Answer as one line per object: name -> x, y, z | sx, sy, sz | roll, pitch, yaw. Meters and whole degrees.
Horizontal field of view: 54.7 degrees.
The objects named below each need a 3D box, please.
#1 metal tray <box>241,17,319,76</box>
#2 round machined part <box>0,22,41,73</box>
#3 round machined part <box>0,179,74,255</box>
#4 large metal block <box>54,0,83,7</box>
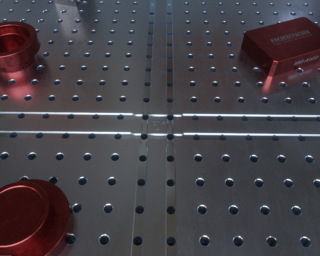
metal tray -> 0.218, -0.140, 0.524 | 0.131, 0.030, 0.090 | -18, 52, -15
round machined part -> -0.244, -0.128, 0.502 | 0.099, 0.042, 0.098 | 0, 50, 0
round machined part -> -0.143, 0.094, 0.316 | 0.099, 0.042, 0.098 | 0, 50, 0
large metal block -> -0.182, -0.306, 0.628 | 0.050, 0.080, 0.080 | 13, 51, 11
